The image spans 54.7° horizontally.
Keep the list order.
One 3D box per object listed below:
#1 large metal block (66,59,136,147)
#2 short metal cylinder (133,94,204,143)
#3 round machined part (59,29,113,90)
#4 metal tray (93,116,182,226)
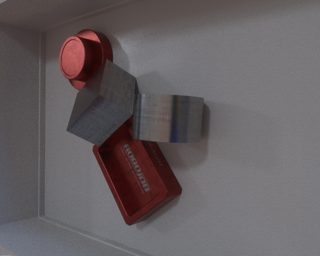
[{"bbox_3d":[-0.080,-0.035,0.431,0.080,0.050,0.080,-40,33,32],"label":"large metal block"},{"bbox_3d":[0.009,-0.012,0.362,0.080,0.081,0.050,6,94,39],"label":"short metal cylinder"},{"bbox_3d":[-0.124,-0.109,0.495,0.098,0.042,0.097,0,90,39],"label":"round machined part"},{"bbox_3d":[-0.037,0.056,0.431,0.090,0.030,0.130,-44,64,31],"label":"metal tray"}]
